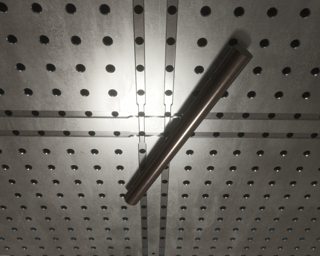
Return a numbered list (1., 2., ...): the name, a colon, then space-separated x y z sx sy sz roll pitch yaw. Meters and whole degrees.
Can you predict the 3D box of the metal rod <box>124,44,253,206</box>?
1. metal rod: 0.022 0.016 0.425 0.025 0.025 0.298 22 127 -18
